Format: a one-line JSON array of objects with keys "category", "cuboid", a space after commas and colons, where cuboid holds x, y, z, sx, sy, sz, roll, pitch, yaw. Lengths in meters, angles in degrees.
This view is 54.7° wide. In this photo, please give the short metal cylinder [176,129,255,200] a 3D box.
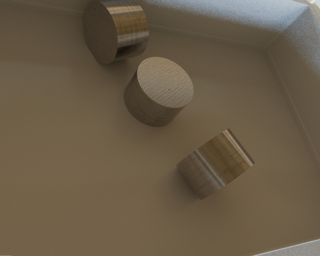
[{"category": "short metal cylinder", "cuboid": [0.067, 0.044, 0.379, 0.081, 0.080, 0.050, -27, 77, -37]}]

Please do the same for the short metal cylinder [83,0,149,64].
[{"category": "short metal cylinder", "cuboid": [-0.061, -0.131, 0.418, 0.050, 0.080, 0.080, -25, 75, -37]}]

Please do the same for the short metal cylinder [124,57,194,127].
[{"category": "short metal cylinder", "cuboid": [-0.002, -0.048, 0.418, 0.081, 0.050, 0.080, 14, 56, -21]}]
